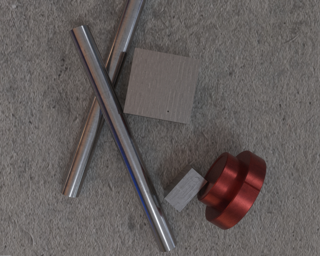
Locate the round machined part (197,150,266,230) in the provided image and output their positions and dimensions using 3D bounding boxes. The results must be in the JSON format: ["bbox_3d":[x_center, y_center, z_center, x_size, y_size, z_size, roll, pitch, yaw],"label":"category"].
[{"bbox_3d":[0.081,0.068,0.375,0.042,0.098,0.098,32,90,0],"label":"round machined part"}]

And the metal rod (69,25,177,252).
[{"bbox_3d":[-0.043,0.019,0.392,0.025,0.025,0.299,-22,97,0],"label":"metal rod"}]

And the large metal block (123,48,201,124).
[{"bbox_3d":[0.003,-0.051,0.398,0.080,0.050,0.080,10,90,-1],"label":"large metal block"}]

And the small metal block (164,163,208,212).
[{"bbox_3d":[0.031,0.075,0.398,0.025,0.050,0.050,42,90,-1],"label":"small metal block"}]

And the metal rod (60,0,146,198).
[{"bbox_3d":[-0.071,-0.054,0.409,0.025,0.025,0.298,19,90,-1],"label":"metal rod"}]
